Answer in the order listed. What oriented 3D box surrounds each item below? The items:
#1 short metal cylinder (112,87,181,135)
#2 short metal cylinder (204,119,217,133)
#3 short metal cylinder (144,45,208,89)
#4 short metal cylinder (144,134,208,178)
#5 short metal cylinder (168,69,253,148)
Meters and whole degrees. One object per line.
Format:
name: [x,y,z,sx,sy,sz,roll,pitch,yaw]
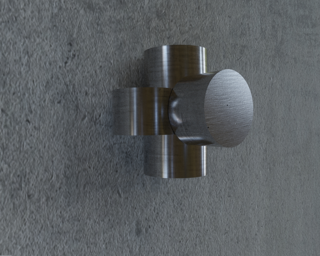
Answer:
short metal cylinder: [-0.015,-0.018,0.360,0.081,0.080,0.050,-2,91,-40]
short metal cylinder: [0.047,-0.019,0.412,0.081,0.080,0.050,-1,91,-40]
short metal cylinder: [0.020,-0.070,0.389,0.081,0.080,0.050,-2,92,-40]
short metal cylinder: [0.020,0.032,0.389,0.081,0.080,0.050,0,91,-40]
short metal cylinder: [0.056,-0.020,0.334,0.081,0.050,0.079,0,90,-40]
